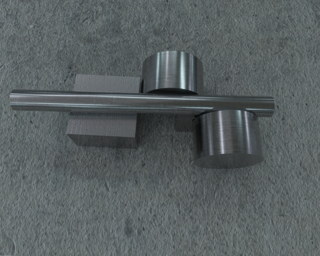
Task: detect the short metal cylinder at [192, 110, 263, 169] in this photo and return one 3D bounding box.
[{"bbox_3d":[0.080,0.017,0.374,0.081,0.080,0.050,0,70,-1],"label":"short metal cylinder"}]

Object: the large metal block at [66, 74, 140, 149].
[{"bbox_3d":[-0.067,-0.020,0.399,0.081,0.050,0.080,3,70,1],"label":"large metal block"}]

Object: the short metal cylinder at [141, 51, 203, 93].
[{"bbox_3d":[0.016,-0.056,0.402,0.081,0.080,0.050,2,70,0],"label":"short metal cylinder"}]

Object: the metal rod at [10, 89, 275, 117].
[{"bbox_3d":[-0.019,-0.029,0.365,0.302,0.025,0.025,1,70,-1],"label":"metal rod"}]

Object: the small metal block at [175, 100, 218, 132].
[{"bbox_3d":[0.046,-0.015,0.401,0.050,0.050,0.025,1,70,0],"label":"small metal block"}]
